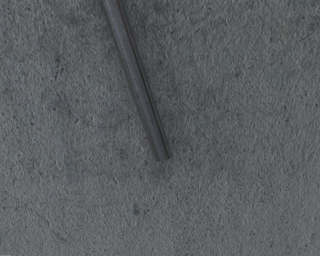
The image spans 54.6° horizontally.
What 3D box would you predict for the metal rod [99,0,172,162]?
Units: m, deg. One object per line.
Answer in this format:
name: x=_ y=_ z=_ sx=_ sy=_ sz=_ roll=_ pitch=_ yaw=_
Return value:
metal rod: x=-0.039 y=-0.094 z=0.374 sx=0.025 sy=0.025 sz=0.299 roll=-16 pitch=109 yaw=6
